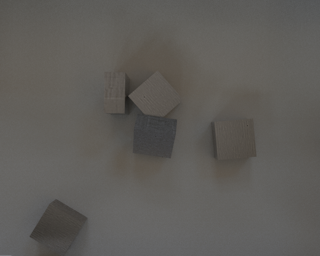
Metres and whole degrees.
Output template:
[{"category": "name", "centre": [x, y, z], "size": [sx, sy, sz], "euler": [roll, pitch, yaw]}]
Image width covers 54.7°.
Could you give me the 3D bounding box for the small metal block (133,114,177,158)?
[{"category": "small metal block", "centre": [-0.007, 0.011, 0.397], "size": [0.050, 0.050, 0.025], "euler": [8, 49, 0]}]

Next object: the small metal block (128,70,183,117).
[{"category": "small metal block", "centre": [-0.006, -0.039, 0.409], "size": [0.050, 0.025, 0.050], "euler": [-41, 95, 0]}]

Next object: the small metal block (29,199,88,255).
[{"category": "small metal block", "centre": [-0.133, 0.131, 0.410], "size": [0.050, 0.025, 0.050], "euler": [31, 90, 0]}]

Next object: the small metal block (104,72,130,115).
[{"category": "small metal block", "centre": [-0.055, -0.043, 0.398], "size": [0.025, 0.050, 0.050], "euler": [1, 90, 0]}]

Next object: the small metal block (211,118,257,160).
[{"category": "small metal block", "centre": [0.097, 0.014, 0.412], "size": [0.050, 0.025, 0.050], "euler": [-5, 90, 0]}]
